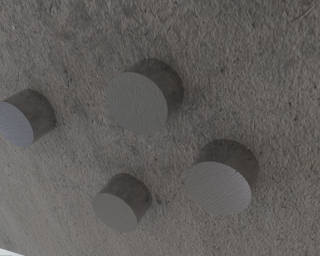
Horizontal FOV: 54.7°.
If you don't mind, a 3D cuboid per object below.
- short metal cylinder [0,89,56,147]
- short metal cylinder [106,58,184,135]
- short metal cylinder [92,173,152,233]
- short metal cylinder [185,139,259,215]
[{"bbox_3d":[-0.216,-0.016,0.495,0.080,0.050,0.079,13,124,21],"label":"short metal cylinder"},{"bbox_3d":[-0.017,-0.038,0.376,0.080,0.050,0.079,13,124,21],"label":"short metal cylinder"},{"bbox_3d":[-0.060,0.120,0.497,0.080,0.050,0.079,13,124,21],"label":"short metal cylinder"},{"bbox_3d":[0.078,0.061,0.387,0.080,0.050,0.079,13,124,21],"label":"short metal cylinder"}]
